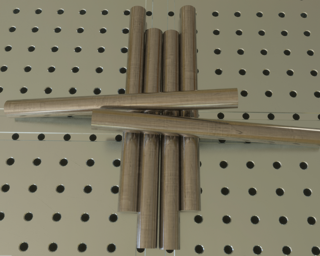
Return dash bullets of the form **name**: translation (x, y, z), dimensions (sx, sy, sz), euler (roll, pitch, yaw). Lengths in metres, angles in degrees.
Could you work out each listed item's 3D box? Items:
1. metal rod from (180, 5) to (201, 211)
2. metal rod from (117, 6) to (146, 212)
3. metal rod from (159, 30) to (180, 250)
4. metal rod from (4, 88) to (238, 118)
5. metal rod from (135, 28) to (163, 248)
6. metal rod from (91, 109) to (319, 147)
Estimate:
- **metal rod**: translation (0.040, -0.040, 0.426), dimensions (0.025, 0.025, 0.299), euler (1, 70, 0)
- **metal rod**: translation (-0.036, -0.039, 0.425), dimensions (0.025, 0.025, 0.299), euler (1, 70, 0)
- **metal rod**: translation (0.014, 0.001, 0.412), dimensions (0.025, 0.025, 0.299), euler (1, 70, 0)
- **metal rod**: translation (-0.055, -0.031, 0.398), dimensions (0.301, 0.025, 0.025), euler (-2, 70, 9)
- **metal rod**: translation (-0.012, -0.001, 0.411), dimensions (0.025, 0.025, 0.299), euler (1, 70, 0)
- **metal rod**: translation (0.069, 0.002, 0.390), dimensions (0.302, 0.025, 0.025), euler (5, 70, -8)
